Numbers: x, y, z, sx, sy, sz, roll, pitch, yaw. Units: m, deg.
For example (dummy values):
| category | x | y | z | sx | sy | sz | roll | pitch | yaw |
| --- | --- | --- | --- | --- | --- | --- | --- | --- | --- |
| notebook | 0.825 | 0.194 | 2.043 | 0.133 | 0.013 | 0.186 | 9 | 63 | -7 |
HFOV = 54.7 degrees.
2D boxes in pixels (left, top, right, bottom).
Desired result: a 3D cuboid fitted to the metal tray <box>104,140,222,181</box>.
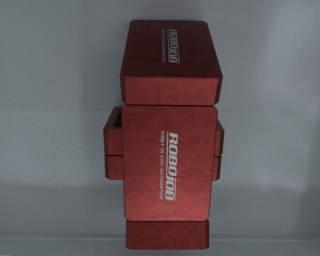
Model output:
| category | x | y | z | sx | sy | sz | roll | pitch | yaw |
| --- | --- | --- | --- | --- | --- | --- | --- | --- | --- |
| metal tray | 0.003 | 0.030 | 0.387 | 0.131 | 0.090 | 0.030 | 1 | 110 | -1 |

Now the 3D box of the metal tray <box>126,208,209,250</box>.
| category | x | y | z | sx | sy | sz | roll | pitch | yaw |
| --- | --- | --- | --- | --- | --- | --- | --- | --- | --- |
| metal tray | 0.008 | 0.117 | 0.395 | 0.091 | 0.130 | 0.030 | 0 | 89 | -1 |

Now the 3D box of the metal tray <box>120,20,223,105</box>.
| category | x | y | z | sx | sy | sz | roll | pitch | yaw |
| --- | --- | --- | --- | --- | --- | --- | --- | --- | --- |
| metal tray | 0.010 | -0.074 | 0.326 | 0.091 | 0.130 | 0.030 | 1 | 130 | -1 |

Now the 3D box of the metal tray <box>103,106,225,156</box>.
| category | x | y | z | sx | sy | sz | roll | pitch | yaw |
| --- | --- | --- | --- | --- | --- | --- | --- | --- | --- |
| metal tray | 0.004 | 0.001 | 0.376 | 0.131 | 0.090 | 0.030 | 1 | 110 | -1 |

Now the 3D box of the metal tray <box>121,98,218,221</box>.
| category | x | y | z | sx | sy | sz | roll | pitch | yaw |
| --- | --- | --- | --- | --- | --- | --- | --- | --- | --- |
| metal tray | 0.008 | 0.034 | 0.323 | 0.091 | 0.030 | 0.129 | 0 | 110 | -1 |
